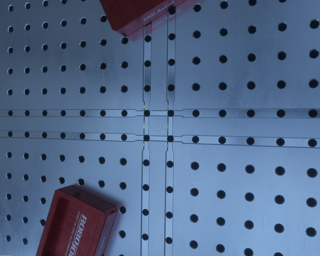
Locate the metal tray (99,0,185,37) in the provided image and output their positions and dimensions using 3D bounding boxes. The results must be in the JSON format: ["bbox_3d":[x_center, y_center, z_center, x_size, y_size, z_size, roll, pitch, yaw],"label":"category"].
[{"bbox_3d":[-0.020,-0.196,0.417,0.130,0.030,0.090,-26,81,18],"label":"metal tray"}]

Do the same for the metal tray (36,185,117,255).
[{"bbox_3d":[-0.126,0.162,0.454,0.090,0.030,0.129,20,97,18],"label":"metal tray"}]
